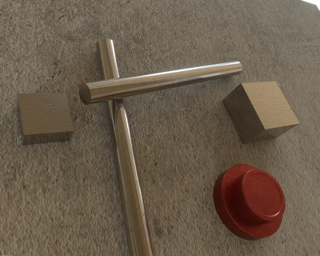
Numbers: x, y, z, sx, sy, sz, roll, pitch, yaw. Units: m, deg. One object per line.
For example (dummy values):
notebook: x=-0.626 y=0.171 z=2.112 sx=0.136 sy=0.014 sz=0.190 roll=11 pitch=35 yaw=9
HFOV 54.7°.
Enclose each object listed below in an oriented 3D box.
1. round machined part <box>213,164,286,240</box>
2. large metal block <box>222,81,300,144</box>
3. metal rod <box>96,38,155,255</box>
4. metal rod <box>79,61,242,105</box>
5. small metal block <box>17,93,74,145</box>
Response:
round machined part: x=0.123 y=0.092 z=0.405 sx=0.099 sy=0.042 sz=0.098 roll=14 pitch=56 yaw=-21
large metal block: x=0.159 y=-0.026 z=0.492 sx=0.081 sy=0.050 sz=0.080 roll=-7 pitch=66 yaw=-32
metal rod: x=-0.046 y=0.015 z=0.371 sx=0.025 sy=0.025 sz=0.299 roll=1 pitch=61 yaw=-28
metal rod: x=0.025 y=-0.071 z=0.442 sx=0.302 sy=0.025 sz=0.025 roll=-17 pitch=71 yaw=-42
small metal block: x=-0.128 y=-0.011 z=0.342 sx=0.050 sy=0.025 sz=0.050 roll=-5 pitch=64 yaw=-31
